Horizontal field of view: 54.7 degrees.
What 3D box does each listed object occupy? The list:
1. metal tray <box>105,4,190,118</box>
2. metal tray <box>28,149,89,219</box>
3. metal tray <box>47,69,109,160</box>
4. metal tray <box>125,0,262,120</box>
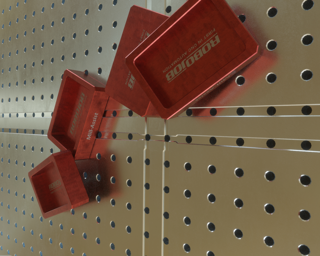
[{"bbox_3d":[-0.020,-0.090,0.421,0.090,0.030,0.129,33,110,35],"label":"metal tray"},{"bbox_3d":[-0.176,0.098,0.524,0.130,0.030,0.090,-29,81,46],"label":"metal tray"},{"bbox_3d":[-0.139,-0.022,0.517,0.090,0.030,0.129,33,110,35],"label":"metal tray"},{"bbox_3d":[0.034,-0.081,0.350,0.130,0.030,0.090,-37,82,24],"label":"metal tray"}]
